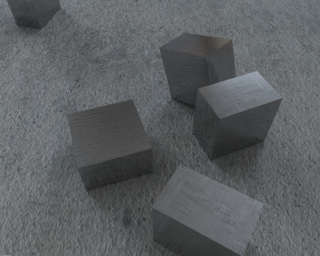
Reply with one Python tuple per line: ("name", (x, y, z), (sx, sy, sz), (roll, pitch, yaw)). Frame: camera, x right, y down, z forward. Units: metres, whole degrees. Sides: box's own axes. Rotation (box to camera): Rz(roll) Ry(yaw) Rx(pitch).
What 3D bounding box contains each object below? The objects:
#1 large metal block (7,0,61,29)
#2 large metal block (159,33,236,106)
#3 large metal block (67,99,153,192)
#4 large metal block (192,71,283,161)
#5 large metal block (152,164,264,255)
("large metal block", (-0.233, -0.242, 0.569), (0.050, 0.080, 0.080), (12, 51, 10))
("large metal block", (0.053, -0.076, 0.418), (0.050, 0.080, 0.080), (-37, 41, -27))
("large metal block", (-0.059, 0.019, 0.371), (0.081, 0.050, 0.080), (-14, 52, -12))
("large metal block", (0.090, -0.014, 0.380), (0.081, 0.080, 0.050), (-18, 53, -15))
("large metal block", (0.041, 0.091, 0.291), (0.080, 0.080, 0.050), (24, 54, 19))
